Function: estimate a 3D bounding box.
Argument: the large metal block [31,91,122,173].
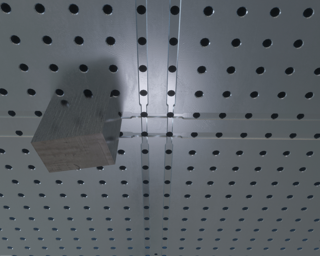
[{"bbox_3d":[-0.096,0.003,0.377,0.080,0.080,0.050,-8,130,6],"label":"large metal block"}]
